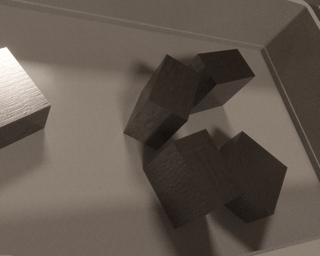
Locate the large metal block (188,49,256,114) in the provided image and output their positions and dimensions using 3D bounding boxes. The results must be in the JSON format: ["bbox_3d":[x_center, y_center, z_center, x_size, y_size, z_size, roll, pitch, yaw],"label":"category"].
[{"bbox_3d":[0.076,-0.067,0.454,0.081,0.080,0.050,-16,71,-35],"label":"large metal block"}]

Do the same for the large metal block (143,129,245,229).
[{"bbox_3d":[0.034,0.059,0.354,0.050,0.080,0.080,-19,72,-36],"label":"large metal block"}]

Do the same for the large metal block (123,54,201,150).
[{"bbox_3d":[0.003,-0.031,0.392,0.050,0.080,0.080,28,52,-11],"label":"large metal block"}]

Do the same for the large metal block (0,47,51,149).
[{"bbox_3d":[-0.172,-0.025,0.312,0.081,0.050,0.080,-33,81,-38],"label":"large metal block"}]

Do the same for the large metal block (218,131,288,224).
[{"bbox_3d":[0.113,0.065,0.413,0.080,0.050,0.080,39,51,-2],"label":"large metal block"}]
